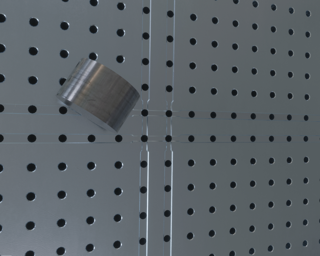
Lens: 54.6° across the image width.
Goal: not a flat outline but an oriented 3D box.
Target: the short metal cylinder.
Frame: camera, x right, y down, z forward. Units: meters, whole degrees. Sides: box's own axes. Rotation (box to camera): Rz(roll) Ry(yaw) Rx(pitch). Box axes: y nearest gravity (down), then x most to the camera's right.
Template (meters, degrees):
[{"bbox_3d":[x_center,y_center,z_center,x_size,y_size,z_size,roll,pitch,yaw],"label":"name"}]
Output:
[{"bbox_3d":[-0.070,-0.036,0.357,0.080,0.080,0.050,34,79,-17],"label":"short metal cylinder"}]
